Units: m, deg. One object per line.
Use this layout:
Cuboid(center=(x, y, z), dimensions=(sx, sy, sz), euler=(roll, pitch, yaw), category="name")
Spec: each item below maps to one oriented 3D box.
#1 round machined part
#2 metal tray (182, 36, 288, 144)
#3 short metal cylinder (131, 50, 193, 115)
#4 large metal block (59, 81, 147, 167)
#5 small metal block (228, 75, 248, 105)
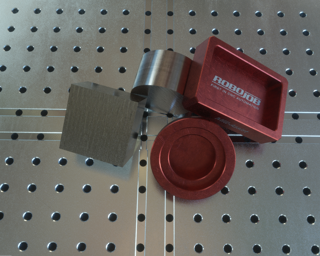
Cuboid(center=(0.039, 0.034, 0.377), dimensions=(0.099, 0.042, 0.097), euler=(0, 98, 2), category="round machined part")
Cuboid(center=(0.098, -0.044, 0.385), dimensions=(0.131, 0.030, 0.090), euler=(23, 69, -21), category="metal tray")
Cuboid(center=(0.008, -0.057, 0.404), dimensions=(0.080, 0.080, 0.050), euler=(13, 71, 4), category="short metal cylinder")
Cuboid(center=(-0.068, -0.007, 0.382), dimensions=(0.080, 0.050, 0.079), euler=(16, 104, 5), category="large metal block")
Cuboid(center=(0.096, -0.056, 0.433), dimensions=(0.050, 0.025, 0.050), euler=(3, 70, 1), category="small metal block")
